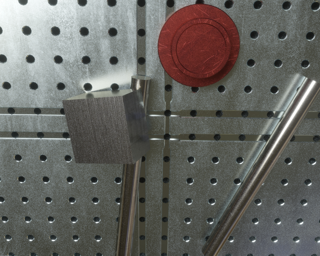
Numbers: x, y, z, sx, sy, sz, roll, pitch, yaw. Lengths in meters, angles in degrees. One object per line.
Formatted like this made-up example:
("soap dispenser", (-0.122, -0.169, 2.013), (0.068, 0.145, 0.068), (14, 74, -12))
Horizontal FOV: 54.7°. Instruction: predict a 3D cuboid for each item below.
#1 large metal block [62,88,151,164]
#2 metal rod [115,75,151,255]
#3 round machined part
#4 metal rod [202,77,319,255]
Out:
("large metal block", (-0.064, -0.003, 0.381), (0.080, 0.050, 0.079), (-2, 106, 22))
("metal rod", (-0.042, 0.075, 0.440), (0.025, 0.025, 0.298), (6, 110, -3))
("round machined part", (0.047, -0.096, 0.370), (0.099, 0.042, 0.097), (0, 110, -1))
("metal rod", (0.137, 0.069, 0.440), (0.025, 0.025, 0.298), (22, 108, -9))
